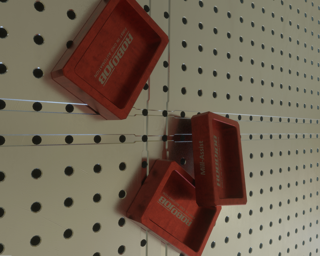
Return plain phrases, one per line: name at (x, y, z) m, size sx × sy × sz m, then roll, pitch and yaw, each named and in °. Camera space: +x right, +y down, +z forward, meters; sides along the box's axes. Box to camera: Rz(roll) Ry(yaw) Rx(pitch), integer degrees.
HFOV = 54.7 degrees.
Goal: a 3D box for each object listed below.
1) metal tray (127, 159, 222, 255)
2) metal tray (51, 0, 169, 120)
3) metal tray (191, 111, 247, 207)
metal tray at (0.026, 0.114, 0.429) m, size 0.130 × 0.030 × 0.090 m, roll 45°, pitch 63°, yaw -31°
metal tray at (-0.052, -0.085, 0.363) m, size 0.090 × 0.030 × 0.130 m, roll 40°, pitch 65°, yaw -33°
metal tray at (0.088, 0.048, 0.457) m, size 0.091 × 0.030 × 0.129 m, roll 14°, pitch 68°, yaw -46°
